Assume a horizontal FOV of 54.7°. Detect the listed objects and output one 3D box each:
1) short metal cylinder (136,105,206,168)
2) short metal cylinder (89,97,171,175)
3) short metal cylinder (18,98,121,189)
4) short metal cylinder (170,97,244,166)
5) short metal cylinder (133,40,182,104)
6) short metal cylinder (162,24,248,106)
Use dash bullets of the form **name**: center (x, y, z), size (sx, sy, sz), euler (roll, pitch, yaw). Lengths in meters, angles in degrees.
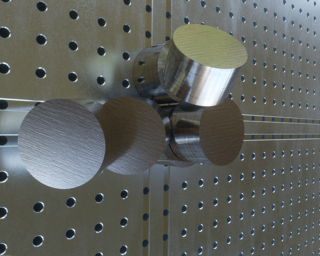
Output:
- **short metal cylinder**: center (0.016, 0.009, 0.405), size (0.081, 0.050, 0.079), euler (0, 90, -40)
- **short metal cylinder**: center (-0.030, 0.006, 0.338), size (0.050, 0.080, 0.079), euler (-33, 118, -80)
- **short metal cylinder**: center (-0.083, 0.012, 0.295), size (0.050, 0.080, 0.079), euler (-37, 122, -81)
- **short metal cylinder**: center (0.056, 0.003, 0.372), size (0.081, 0.050, 0.079), euler (0, 90, -40)
- **short metal cylinder**: center (0.012, -0.071, 0.402), size (0.081, 0.050, 0.079), euler (0, 90, -40)
- **short metal cylinder**: center (0.047, -0.070, 0.338), size (0.081, 0.080, 0.050), euler (-30, 152, -36)
